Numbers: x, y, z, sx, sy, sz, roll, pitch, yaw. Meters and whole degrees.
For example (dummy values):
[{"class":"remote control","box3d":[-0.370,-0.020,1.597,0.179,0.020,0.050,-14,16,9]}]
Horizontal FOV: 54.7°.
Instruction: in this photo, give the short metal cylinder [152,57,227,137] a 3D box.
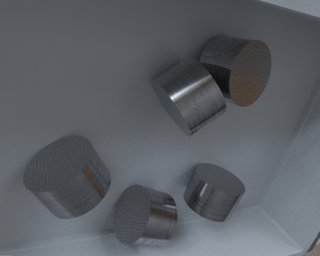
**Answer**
[{"class":"short metal cylinder","box3d":[0.034,-0.037,0.369,0.050,0.080,0.080,-34,129,-6]}]

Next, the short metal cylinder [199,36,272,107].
[{"class":"short metal cylinder","box3d":[0.093,-0.071,0.386,0.081,0.050,0.079,-18,120,-35]}]

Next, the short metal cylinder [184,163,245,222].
[{"class":"short metal cylinder","box3d":[0.083,0.098,0.479,0.081,0.080,0.050,8,114,-32]}]

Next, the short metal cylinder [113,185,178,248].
[{"class":"short metal cylinder","box3d":[-0.022,0.125,0.439,0.050,0.080,0.080,25,105,-37]}]

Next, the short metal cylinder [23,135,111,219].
[{"class":"short metal cylinder","box3d":[-0.103,0.054,0.350,0.080,0.080,0.050,-31,129,-9]}]
